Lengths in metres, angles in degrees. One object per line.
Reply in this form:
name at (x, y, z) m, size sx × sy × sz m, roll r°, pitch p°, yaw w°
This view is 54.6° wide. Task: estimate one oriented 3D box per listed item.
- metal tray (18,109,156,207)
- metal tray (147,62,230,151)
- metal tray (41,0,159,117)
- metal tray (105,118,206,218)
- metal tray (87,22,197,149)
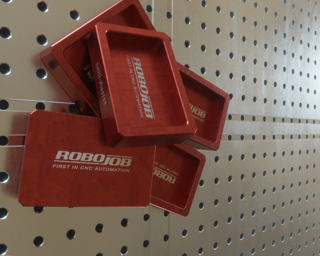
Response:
metal tray at (-0.072, 0.034, 0.323) m, size 0.131 × 0.030 × 0.090 m, roll 8°, pitch 86°, yaw -26°
metal tray at (0.041, -0.028, 0.437) m, size 0.131 × 0.030 × 0.090 m, roll 23°, pitch 76°, yaw -38°
metal tray at (-0.055, -0.083, 0.357) m, size 0.131 × 0.030 × 0.090 m, roll -47°, pitch 117°, yaw -29°
metal tray at (-0.003, 0.053, 0.401) m, size 0.130 × 0.030 × 0.090 m, roll 32°, pitch 71°, yaw -35°
metal tray at (-0.020, -0.046, 0.332) m, size 0.091 × 0.030 × 0.130 m, roll -2°, pitch 67°, yaw -33°
